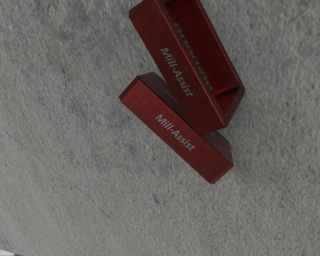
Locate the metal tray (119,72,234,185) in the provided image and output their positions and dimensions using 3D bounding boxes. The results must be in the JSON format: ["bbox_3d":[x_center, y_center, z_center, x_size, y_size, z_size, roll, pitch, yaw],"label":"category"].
[{"bbox_3d":[0.022,-0.006,0.345,0.130,0.090,0.030,43,106,-2],"label":"metal tray"}]

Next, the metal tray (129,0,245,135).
[{"bbox_3d":[0.034,-0.069,0.303,0.030,0.090,0.130,-21,107,36],"label":"metal tray"}]
